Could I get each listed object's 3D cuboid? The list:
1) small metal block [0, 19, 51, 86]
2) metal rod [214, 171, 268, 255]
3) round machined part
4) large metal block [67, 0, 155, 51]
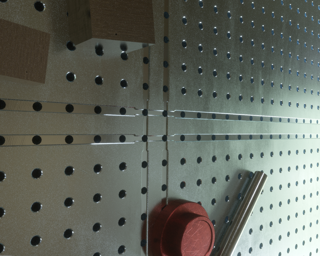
[{"bbox_3d":[-0.137,-0.071,0.295,0.050,0.025,0.050,8,85,-40],"label":"small metal block"},{"bbox_3d":[0.107,0.196,0.502,0.025,0.025,0.301,51,60,-28],"label":"metal rod"},{"bbox_3d":[0.039,0.153,0.434,0.099,0.042,0.097,0,90,-40],"label":"round machined part"},{"bbox_3d":[-0.055,-0.133,0.348,0.081,0.050,0.079,-7,95,-40],"label":"large metal block"}]
